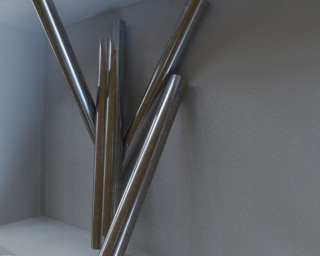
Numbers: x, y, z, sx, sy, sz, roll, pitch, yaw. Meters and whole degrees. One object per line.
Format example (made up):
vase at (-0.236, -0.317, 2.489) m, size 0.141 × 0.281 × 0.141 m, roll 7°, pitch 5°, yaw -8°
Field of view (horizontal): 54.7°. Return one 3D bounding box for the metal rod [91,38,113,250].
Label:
metal rod at (-0.081, 0.015, 0.445) m, size 0.025 × 0.025 × 0.298 m, roll -9°, pitch 77°, yaw 39°

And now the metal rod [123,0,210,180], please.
metal rod at (-0.016, -0.029, 0.417) m, size 0.025 × 0.025 × 0.298 m, roll 40°, pitch 114°, yaw 32°

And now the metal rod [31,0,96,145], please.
metal rod at (-0.131, -0.107, 0.416) m, size 0.025 × 0.025 × 0.298 m, roll 7°, pitch 126°, yaw 39°

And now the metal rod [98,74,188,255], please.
metal rod at (-0.028, 0.073, 0.342) m, size 0.025 × 0.025 × 0.299 m, roll 6°, pitch 66°, yaw 39°

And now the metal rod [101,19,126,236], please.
metal rod at (-0.063, -0.008, 0.429) m, size 0.025 × 0.025 × 0.298 m, roll -9°, pitch 76°, yaw 39°
